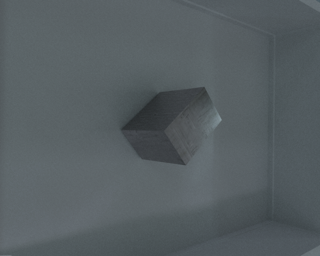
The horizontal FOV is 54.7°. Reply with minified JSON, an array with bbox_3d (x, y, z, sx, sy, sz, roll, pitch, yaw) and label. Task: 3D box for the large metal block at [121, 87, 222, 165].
[{"bbox_3d":[0.014,-0.004,0.381,0.080,0.080,0.050,-47,119,-30],"label":"large metal block"}]
